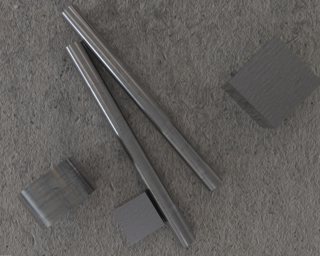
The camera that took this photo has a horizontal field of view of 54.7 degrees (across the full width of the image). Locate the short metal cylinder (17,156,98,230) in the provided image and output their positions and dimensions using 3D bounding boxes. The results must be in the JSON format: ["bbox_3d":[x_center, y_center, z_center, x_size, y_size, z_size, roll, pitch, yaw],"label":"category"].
[{"bbox_3d":[-0.124,0.079,0.382,0.080,0.080,0.050,-38,90,0],"label":"short metal cylinder"}]

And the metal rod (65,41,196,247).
[{"bbox_3d":[-0.038,0.021,0.409,0.025,0.025,0.299,-30,90,0],"label":"metal rod"}]

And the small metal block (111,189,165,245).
[{"bbox_3d":[-0.028,0.116,0.410,0.050,0.025,0.050,-31,90,0],"label":"small metal block"}]

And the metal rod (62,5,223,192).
[{"bbox_3d":[-0.023,-0.039,0.409,0.025,0.025,0.300,-40,90,0],"label":"metal rod"}]

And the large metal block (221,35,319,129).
[{"bbox_3d":[0.140,-0.056,0.399,0.080,0.050,0.080,-45,90,0],"label":"large metal block"}]
